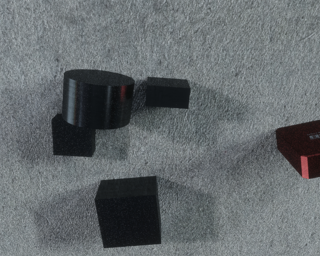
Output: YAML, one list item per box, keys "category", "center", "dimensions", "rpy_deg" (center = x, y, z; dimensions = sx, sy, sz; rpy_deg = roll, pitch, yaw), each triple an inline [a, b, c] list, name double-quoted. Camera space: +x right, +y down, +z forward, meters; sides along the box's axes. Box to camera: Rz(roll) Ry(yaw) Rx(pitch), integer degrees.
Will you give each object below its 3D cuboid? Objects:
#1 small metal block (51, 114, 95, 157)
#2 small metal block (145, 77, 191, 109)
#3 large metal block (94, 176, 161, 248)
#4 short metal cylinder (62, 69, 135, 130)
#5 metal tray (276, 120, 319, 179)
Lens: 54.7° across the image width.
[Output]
- category: "small metal block"
  center: [-0.114, 0.010, 0.412]
  dimensions: [0.050, 0.025, 0.050]
  rpy_deg: [3, 110, -2]
- category: "small metal block"
  center: [0.009, -0.044, 0.380]
  dimensions: [0.050, 0.050, 0.025]
  rpy_deg: [4, 110, -2]
- category: "large metal block"
  center: [-0.042, 0.118, 0.440]
  dimensions: [0.080, 0.050, 0.079]
  rpy_deg: [-5, 110, 1]
- category: "short metal cylinder"
  center: [-0.073, -0.036, 0.366]
  dimensions: [0.081, 0.080, 0.050]
  rpy_deg: [8, 110, -3]
- category: "metal tray"
  center: [0.224, 0.017, 0.383]
  dimensions: [0.131, 0.090, 0.030]
  rpy_deg: [-12, 110, 4]
